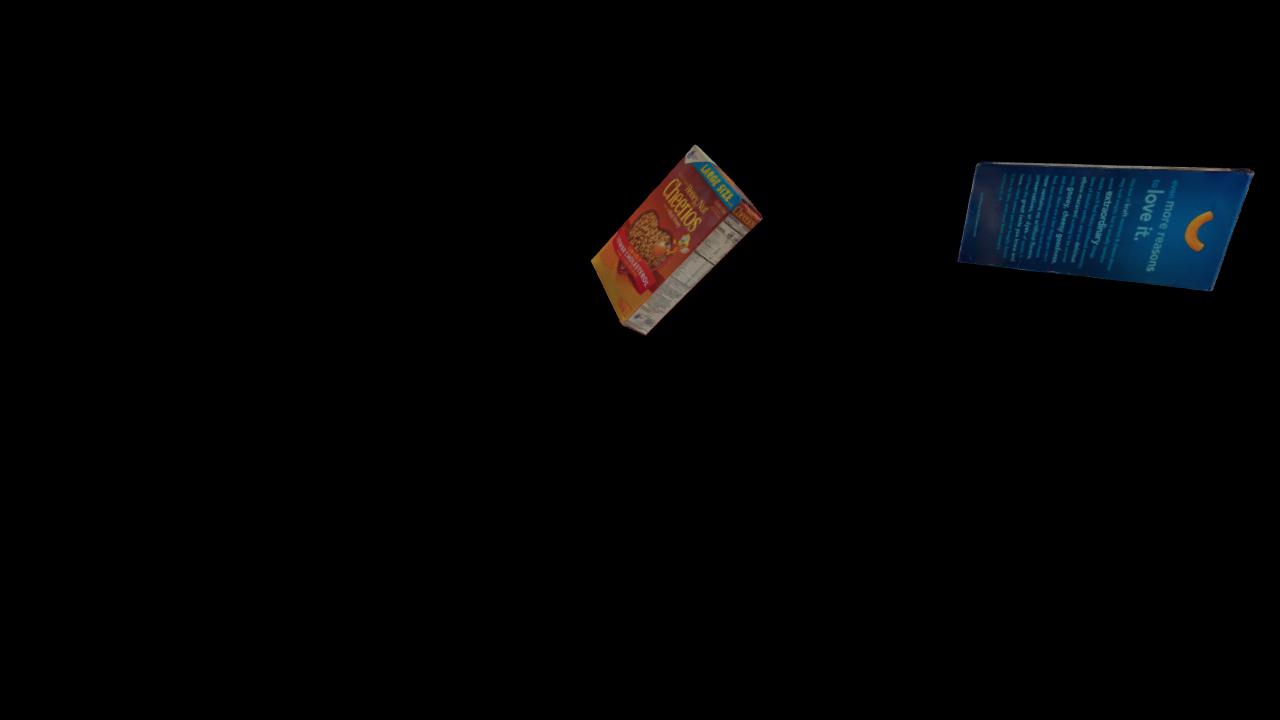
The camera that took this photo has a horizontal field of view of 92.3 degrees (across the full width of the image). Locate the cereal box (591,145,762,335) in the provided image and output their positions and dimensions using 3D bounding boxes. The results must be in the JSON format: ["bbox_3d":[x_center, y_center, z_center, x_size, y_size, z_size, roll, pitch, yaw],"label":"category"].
[{"bbox_3d":[0.055,-0.221,1.133,0.081,0.203,0.306,25,-61,-42],"label":"cereal box"}]

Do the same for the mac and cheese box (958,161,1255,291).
[{"bbox_3d":[0.383,-0.120,0.527,0.184,0.093,0.041,16,27,35],"label":"mac and cheese box"}]
